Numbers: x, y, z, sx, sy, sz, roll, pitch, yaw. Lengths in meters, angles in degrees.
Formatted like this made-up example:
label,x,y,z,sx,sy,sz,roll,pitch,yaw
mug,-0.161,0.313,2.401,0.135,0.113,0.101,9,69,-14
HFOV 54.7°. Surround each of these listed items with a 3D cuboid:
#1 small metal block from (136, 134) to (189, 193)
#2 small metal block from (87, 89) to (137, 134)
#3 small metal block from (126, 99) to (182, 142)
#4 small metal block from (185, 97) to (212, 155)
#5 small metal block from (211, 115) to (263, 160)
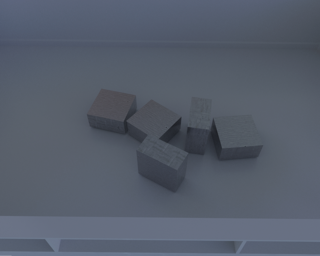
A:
label,x,y,z,sx,sy,sz,roll,pitch,yaw
small metal block,0.002,0.041,0.352,0.050,0.050,0.025,25,55,18
small metal block,-0.064,-0.023,0.421,0.050,0.025,0.050,12,51,9
small metal block,-0.008,-0.004,0.405,0.050,0.025,0.050,32,56,23
small metal block,0.048,-0.003,0.390,0.025,0.050,0.050,8,51,5
small metal block,0.096,0.011,0.394,0.050,0.025,0.050,-4,50,-4
